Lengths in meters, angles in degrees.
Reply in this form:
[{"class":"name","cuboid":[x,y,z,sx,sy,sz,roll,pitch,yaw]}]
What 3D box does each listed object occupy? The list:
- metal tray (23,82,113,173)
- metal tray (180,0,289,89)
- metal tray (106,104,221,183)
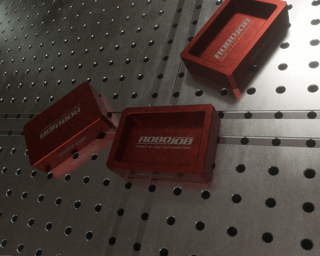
[{"class":"metal tray","cuboid":[-0.146,-0.003,0.481,0.130,0.030,0.090,-35,52,5]},{"class":"metal tray","cuboid":[0.102,-0.125,0.427,0.090,0.030,0.130,32,79,37]},{"class":"metal tray","cuboid":[0.004,0.017,0.391,0.130,0.030,0.090,0,61,27]}]
